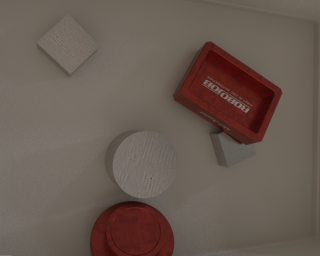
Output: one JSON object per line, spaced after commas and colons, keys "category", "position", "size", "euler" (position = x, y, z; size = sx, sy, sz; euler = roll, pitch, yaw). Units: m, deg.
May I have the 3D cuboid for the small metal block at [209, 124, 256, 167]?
{"category": "small metal block", "position": [0.106, 0.024, 0.451], "size": [0.050, 0.025, 0.050], "euler": [-20, 97, -19]}

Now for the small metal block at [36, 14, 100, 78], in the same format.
{"category": "small metal block", "position": [-0.109, -0.097, 0.370], "size": [0.050, 0.025, 0.050], "euler": [45, 76, -15]}

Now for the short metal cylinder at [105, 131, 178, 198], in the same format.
{"category": "short metal cylinder", "position": [-0.025, 0.043, 0.389], "size": [0.081, 0.050, 0.079], "euler": [0, 90, -21]}

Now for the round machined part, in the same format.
{"category": "round machined part", "position": [-0.031, 0.129, 0.362], "size": [0.099, 0.042, 0.098], "euler": [8, 46, -8]}

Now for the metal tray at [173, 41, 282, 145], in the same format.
{"category": "metal tray", "position": [0.095, -0.047, 0.427], "size": [0.130, 0.030, 0.090], "euler": [31, 72, -9]}
